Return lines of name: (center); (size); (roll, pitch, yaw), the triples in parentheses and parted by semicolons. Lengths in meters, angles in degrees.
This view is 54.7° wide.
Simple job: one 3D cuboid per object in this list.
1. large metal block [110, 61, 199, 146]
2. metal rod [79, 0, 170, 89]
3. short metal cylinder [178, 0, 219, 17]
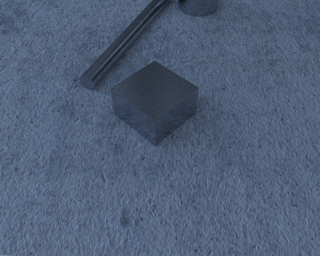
large metal block: (-0.007, -0.035, 0.417); (0.080, 0.050, 0.080); (37, 59, 26)
metal rod: (-0.046, -0.172, 0.546); (0.025, 0.025, 0.301); (19, 52, 15)
short metal cylinder: (0.077, -0.263, 0.609); (0.081, 0.050, 0.080); (0, 50, 0)
